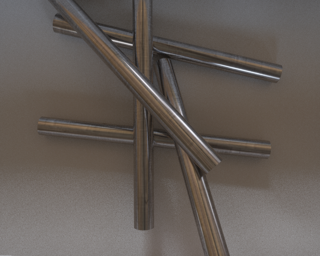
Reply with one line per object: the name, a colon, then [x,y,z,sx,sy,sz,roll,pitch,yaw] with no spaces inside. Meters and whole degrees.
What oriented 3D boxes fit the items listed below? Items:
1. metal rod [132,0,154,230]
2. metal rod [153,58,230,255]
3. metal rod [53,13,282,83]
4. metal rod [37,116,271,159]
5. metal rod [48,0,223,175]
metal rod: [-0.021,-0.026,0.384,0.025,0.025,0.298,0,90,0]
metal rod: [0.037,0.047,0.353,0.025,0.025,0.299,-14,66,0]
metal rod: [0.010,-0.105,0.411,0.302,0.025,0.025,13,90,0]
metal rod: [-0.007,0.013,0.411,0.302,0.025,0.025,6,90,0]
metal rod: [-0.040,-0.067,0.363,0.025,0.025,0.300,-42,78,0]
